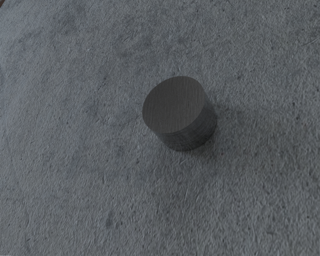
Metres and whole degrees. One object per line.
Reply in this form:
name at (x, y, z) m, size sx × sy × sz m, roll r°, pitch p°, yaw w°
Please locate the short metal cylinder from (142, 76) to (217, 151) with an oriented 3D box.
short metal cylinder at (0.025, -0.017, 0.386) m, size 0.080 × 0.050 × 0.080 m, roll -13°, pitch 56°, yaw 21°
